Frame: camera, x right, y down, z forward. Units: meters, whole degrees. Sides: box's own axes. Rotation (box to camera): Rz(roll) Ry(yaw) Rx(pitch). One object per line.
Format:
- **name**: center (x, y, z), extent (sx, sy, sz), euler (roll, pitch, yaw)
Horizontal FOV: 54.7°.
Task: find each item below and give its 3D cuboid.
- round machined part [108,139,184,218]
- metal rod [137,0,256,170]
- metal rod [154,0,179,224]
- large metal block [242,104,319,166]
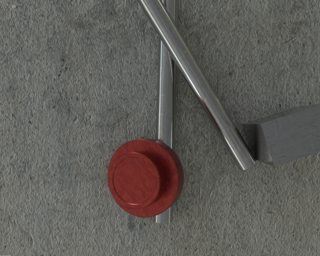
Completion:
- **round machined part**: center (-0.023, 0.062, 0.384), extent (0.098, 0.042, 0.097), euler (0, 89, 22)
- **metal rod**: center (0.037, -0.076, 0.390), extent (0.025, 0.025, 0.299), euler (-33, 98, 0)
- **metal rod**: center (0.008, -0.026, 0.410), extent (0.025, 0.025, 0.298), euler (2, 90, -1)
- **large metal block**: center (0.158, 0.007, 0.385), extent (0.080, 0.080, 0.050), euler (-17, 90, 0)
